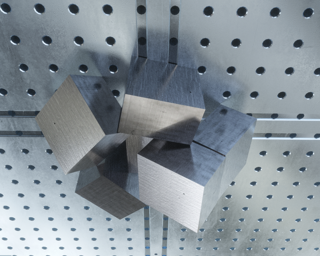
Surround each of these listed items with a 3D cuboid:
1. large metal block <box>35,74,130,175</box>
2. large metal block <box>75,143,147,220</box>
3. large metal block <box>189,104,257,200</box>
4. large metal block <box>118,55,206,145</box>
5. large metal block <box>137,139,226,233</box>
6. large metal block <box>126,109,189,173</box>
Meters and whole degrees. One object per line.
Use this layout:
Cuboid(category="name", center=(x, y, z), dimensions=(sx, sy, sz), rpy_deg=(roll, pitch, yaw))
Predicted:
Cuboid(category="large metal block", center=(-0.089, -0.005, 0.362), dimensions=(0.080, 0.080, 0.050), rpy_deg=(-41, 163, 29))
Cuboid(category="large metal block", center=(-0.062, 0.066, 0.429), dimensions=(0.050, 0.080, 0.080), rpy_deg=(-33, 123, 24))
Cuboid(category="large metal block", center=(0.074, 0.030, 0.390), dimensions=(0.050, 0.080, 0.080), rpy_deg=(26, 136, 28))
Cuboid(category="large metal block", center=(0.001, -0.033, 0.348), dimensions=(0.080, 0.080, 0.050), rpy_deg=(10, 129, -8))
Cuboid(category="large metal block", center=(0.023, 0.060, 0.355), dimensions=(0.080, 0.050, 0.080), rpy_deg=(23, 134, 25))
Cuboid(category="large metal block", center=(-0.001, 0.014, 0.407), dimensions=(0.080, 0.050, 0.080), rpy_deg=(1, 130, -1))
